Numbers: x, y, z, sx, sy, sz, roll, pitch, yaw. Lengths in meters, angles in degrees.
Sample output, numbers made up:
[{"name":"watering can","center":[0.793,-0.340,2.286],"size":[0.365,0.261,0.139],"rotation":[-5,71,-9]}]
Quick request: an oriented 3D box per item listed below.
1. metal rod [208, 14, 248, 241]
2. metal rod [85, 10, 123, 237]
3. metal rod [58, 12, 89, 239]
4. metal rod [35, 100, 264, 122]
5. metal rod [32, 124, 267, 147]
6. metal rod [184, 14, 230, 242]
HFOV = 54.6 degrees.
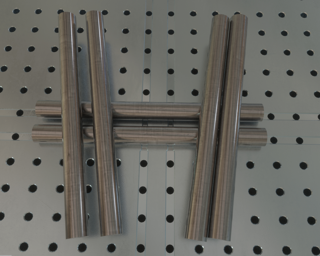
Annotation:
[{"name":"metal rod","center":[0.089,-0.016,0.392],"size":[0.025,0.025,0.299],"rotation":[9,70,3]},{"name":"metal rod","center":[-0.074,-0.021,0.393],"size":[0.025,0.025,0.299],"rotation":[-7,70,-3]},{"name":"metal rod","center":[-0.112,-0.018,0.392],"size":[0.025,0.025,0.299],"rotation":[-8,70,-3]},{"name":"metal rod","center":[-0.014,-0.023,0.421],"size":[0.302,0.025,0.025],"rotation":[1,70,0]},{"name":"metal rod","center":[-0.013,0.010,0.409],"size":[0.302,0.025,0.025],"rotation":[1,70,0]},{"name":"metal rod","center":[0.063,-0.015,0.392],"size":[0.025,0.025,0.299],"rotation":[9,70,3]}]
